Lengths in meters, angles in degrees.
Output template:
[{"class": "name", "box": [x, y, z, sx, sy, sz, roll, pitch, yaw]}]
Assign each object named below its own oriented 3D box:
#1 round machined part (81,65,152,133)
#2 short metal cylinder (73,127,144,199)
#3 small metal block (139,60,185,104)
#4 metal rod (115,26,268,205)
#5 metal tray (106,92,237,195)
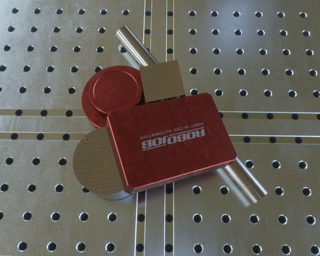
[{"class": "round machined part", "box": [-0.056, -0.042, 0.412, 0.099, 0.042, 0.098, 0, 70, 1]}, {"class": "short metal cylinder", "box": [-0.059, 0.044, 0.378, 0.081, 0.050, 0.080, 0, 70, 0]}, {"class": "small metal block", "box": [0.003, -0.056, 0.403, 0.050, 0.025, 0.050, -11, 73, 1]}, {"class": "metal rod", "box": [0.033, -0.028, 0.418, 0.025, 0.025, 0.300, -35, 74, -12]}, {"class": "metal tray", "box": [0.012, 0.015, 0.359, 0.131, 0.030, 0.090, -13, 70, -18]}]
